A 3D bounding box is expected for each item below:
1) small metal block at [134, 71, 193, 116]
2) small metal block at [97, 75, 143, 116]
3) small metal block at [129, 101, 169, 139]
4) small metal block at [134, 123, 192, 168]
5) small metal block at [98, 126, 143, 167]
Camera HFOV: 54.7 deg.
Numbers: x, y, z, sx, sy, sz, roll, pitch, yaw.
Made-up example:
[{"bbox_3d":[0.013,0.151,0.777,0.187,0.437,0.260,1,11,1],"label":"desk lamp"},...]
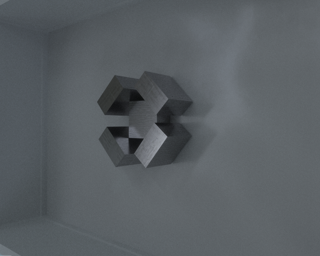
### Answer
[{"bbox_3d":[0.005,-0.042,0.384,0.025,0.050,0.050,-52,61,27],"label":"small metal block"},{"bbox_3d":[-0.050,-0.043,0.429,0.050,0.050,0.025,-50,60,29],"label":"small metal block"},{"bbox_3d":[-0.015,-0.011,0.417,0.050,0.025,0.050,1,91,40],"label":"small metal block"},{"bbox_3d":[0.004,0.021,0.384,0.025,0.050,0.050,47,117,28],"label":"small metal block"},{"bbox_3d":[-0.048,0.024,0.428,0.050,0.050,0.025,53,122,27],"label":"small metal block"}]
